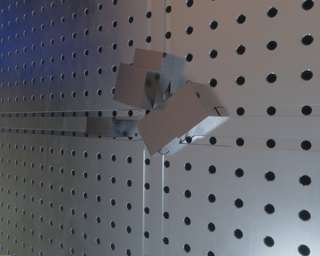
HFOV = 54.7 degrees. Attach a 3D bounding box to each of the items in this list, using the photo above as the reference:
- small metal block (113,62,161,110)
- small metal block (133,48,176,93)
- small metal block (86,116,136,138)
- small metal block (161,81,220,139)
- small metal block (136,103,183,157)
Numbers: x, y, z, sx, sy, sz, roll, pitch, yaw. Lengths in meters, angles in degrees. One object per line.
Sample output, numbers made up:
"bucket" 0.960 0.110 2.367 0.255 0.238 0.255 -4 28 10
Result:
"small metal block" -0.030 -0.054 0.400 0.050 0.025 0.050 21 103 38
"small metal block" -0.011 -0.078 0.417 0.050 0.025 0.050 19 102 38
"small metal block" -0.071 -0.002 0.449 0.050 0.050 0.025 8 95 39
"small metal block" 0.036 -0.021 0.378 0.050 0.025 0.050 -39 66 32
"small metal block" 0.002 0.003 0.406 0.050 0.025 0.050 -40 66 32
